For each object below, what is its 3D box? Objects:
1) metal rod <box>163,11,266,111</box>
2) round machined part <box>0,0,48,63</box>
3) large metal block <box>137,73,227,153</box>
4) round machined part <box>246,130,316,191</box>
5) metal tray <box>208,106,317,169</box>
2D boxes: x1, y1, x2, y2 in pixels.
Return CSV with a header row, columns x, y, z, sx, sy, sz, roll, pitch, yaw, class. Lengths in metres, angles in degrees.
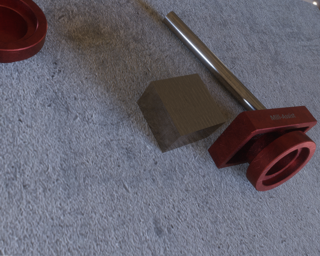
x,y,z,sx,sy,sz,roll,pitch,yaw,class
0.115,-0.079,0.516,0.300,0.025,0.025,48,51,5,metal rod
-0.187,-0.116,0.363,0.099,0.042,0.098,14,56,-21,round machined part
0.028,-0.022,0.418,0.081,0.050,0.080,-16,70,-35,large metal block
0.159,0.039,0.425,0.099,0.097,0.042,-6,45,-31,round machined part
0.142,0.012,0.431,0.131,0.089,0.030,-6,56,-31,metal tray
